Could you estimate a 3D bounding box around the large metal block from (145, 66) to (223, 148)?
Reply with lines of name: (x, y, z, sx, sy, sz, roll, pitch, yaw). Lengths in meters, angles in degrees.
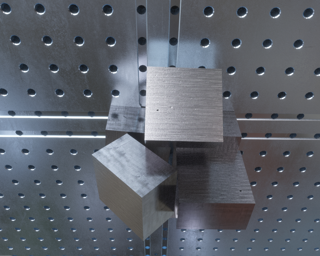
large metal block: (0.025, -0.021, 0.348, 0.080, 0.080, 0.050, 2, 168, -2)

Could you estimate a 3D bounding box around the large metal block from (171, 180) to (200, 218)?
large metal block: (0.016, 0.097, 0.451, 0.080, 0.050, 0.080, 2, 175, -1)

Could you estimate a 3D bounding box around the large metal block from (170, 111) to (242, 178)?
large metal block: (0.056, 0.023, 0.415, 0.080, 0.050, 0.080, 2, 130, -2)

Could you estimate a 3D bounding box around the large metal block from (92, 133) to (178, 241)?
large metal block: (-0.029, 0.066, 0.355, 0.080, 0.050, 0.080, 33, 140, 32)

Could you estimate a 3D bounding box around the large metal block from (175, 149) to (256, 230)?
large metal block: (0.059, 0.072, 0.371, 0.080, 0.080, 0.050, 1, 130, -1)

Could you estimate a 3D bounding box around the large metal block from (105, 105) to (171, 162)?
large metal block: (-0.029, 0.020, 0.412, 0.080, 0.050, 0.080, 5, 130, -5)
